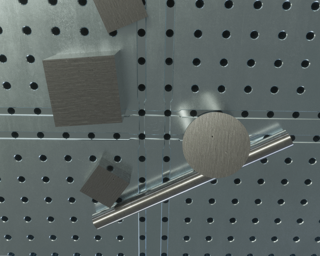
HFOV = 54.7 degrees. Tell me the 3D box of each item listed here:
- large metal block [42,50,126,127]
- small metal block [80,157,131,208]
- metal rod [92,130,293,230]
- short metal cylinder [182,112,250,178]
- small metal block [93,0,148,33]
[{"bbox_3d":[-0.088,-0.050,0.381,0.081,0.050,0.079,-4,110,1],"label":"large metal block"},{"bbox_3d":[-0.077,0.078,0.441,0.050,0.025,0.050,34,106,-12],"label":"small metal block"},{"bbox_3d":[0.040,0.077,0.442,0.301,0.025,0.025,-25,109,8],"label":"metal rod"},{"bbox_3d":[0.071,0.019,0.396,0.080,0.050,0.079,0,93,8],"label":"short metal cylinder"},{"bbox_3d":[-0.046,-0.144,0.360,0.050,0.025,0.050,-21,109,7],"label":"small metal block"}]
